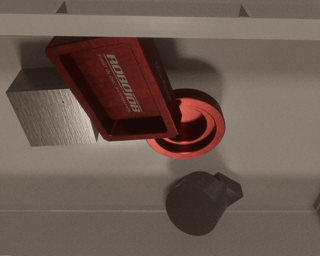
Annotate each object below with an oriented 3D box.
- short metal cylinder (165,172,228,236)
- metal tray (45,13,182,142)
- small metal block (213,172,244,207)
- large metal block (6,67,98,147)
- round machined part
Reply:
[{"bbox_3d":[0.056,0.112,0.465,0.080,0.050,0.079,8,108,26],"label":"short metal cylinder"},{"bbox_3d":[-0.039,-0.041,0.309,0.090,0.030,0.130,-5,137,21],"label":"metal tray"},{"bbox_3d":[0.096,0.103,0.499,0.050,0.025,0.050,30,124,-24],"label":"small metal block"},{"bbox_3d":[-0.120,-0.026,0.369,0.080,0.050,0.079,-3,130,2],"label":"large metal block"},{"bbox_3d":[0.029,-0.010,0.390,0.099,0.042,0.097,-1,130,0],"label":"round machined part"}]
